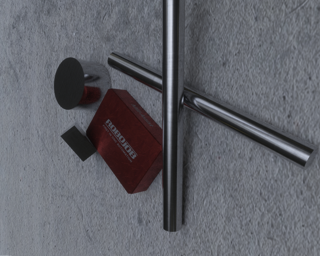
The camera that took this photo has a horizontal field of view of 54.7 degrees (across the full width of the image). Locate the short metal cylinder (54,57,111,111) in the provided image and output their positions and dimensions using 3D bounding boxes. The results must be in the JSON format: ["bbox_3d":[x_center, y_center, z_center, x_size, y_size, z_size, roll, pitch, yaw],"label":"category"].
[{"bbox_3d":[-0.123,-0.068,0.491,0.080,0.050,0.079,0,90,40],"label":"short metal cylinder"}]

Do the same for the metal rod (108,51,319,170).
[{"bbox_3d":[0.037,-0.037,0.374,0.300,0.025,0.025,32,110,35],"label":"metal rod"}]

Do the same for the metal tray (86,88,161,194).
[{"bbox_3d":[-0.047,0.016,0.440,0.130,0.030,0.089,48,118,29],"label":"metal tray"}]

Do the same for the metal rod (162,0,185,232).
[{"bbox_3d":[0.015,-0.020,0.361,0.025,0.025,0.298,10,106,39],"label":"metal rod"}]

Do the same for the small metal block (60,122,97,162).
[{"bbox_3d":[-0.124,0.020,0.477,0.025,0.050,0.050,-39,104,-5],"label":"small metal block"}]
